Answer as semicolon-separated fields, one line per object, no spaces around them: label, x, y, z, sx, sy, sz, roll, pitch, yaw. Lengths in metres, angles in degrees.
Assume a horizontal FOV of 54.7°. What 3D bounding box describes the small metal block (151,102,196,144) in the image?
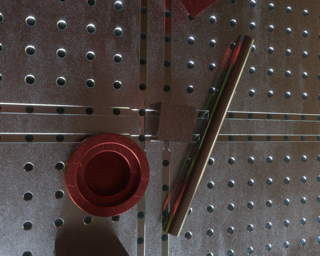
small metal block;0.018;-0.007;0.421;0.050;0.025;0.050;7;88;-20

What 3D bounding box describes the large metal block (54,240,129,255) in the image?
large metal block;-0.079;0.169;0.355;0.081;0.080;0.050;5;89;-20

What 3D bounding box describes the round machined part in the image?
round machined part;-0.066;0.055;0.380;0.099;0.042;0.097;0;90;-21

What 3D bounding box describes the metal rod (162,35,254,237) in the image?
metal rod;0.071;0.005;0.440;0.025;0.025;0.299;25;82;-19

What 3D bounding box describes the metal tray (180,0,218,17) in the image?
metal tray;0.035;-0.216;0.391;0.030;0.090;0.130;-39;103;-16
